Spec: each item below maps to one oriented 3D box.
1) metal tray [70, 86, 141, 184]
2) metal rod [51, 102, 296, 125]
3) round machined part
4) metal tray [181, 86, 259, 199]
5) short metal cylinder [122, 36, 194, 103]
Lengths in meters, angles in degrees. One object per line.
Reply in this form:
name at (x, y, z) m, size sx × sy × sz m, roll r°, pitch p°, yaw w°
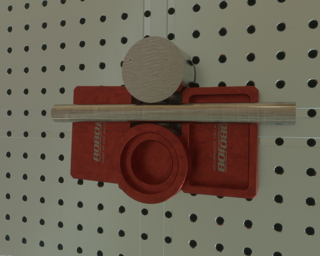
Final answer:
metal tray at (-0.076, 0.008, 0.431) m, size 0.090 × 0.030 × 0.129 m, roll 3°, pitch 91°, yaw 19°
metal rod at (0.000, -0.018, 0.376) m, size 0.301 × 0.025 × 0.025 m, roll 1°, pitch 91°, yaw 19°
round machined part at (-0.007, 0.043, 0.392) m, size 0.098 × 0.042 × 0.097 m, roll 0°, pitch 90°, yaw 19°
metal tray at (0.073, 0.016, 0.380) m, size 0.090 × 0.030 × 0.129 m, roll 1°, pitch 90°, yaw 19°
short metal cylinder at (-0.001, -0.070, 0.395) m, size 0.080 × 0.050 × 0.079 m, roll 0°, pitch 90°, yaw 20°
